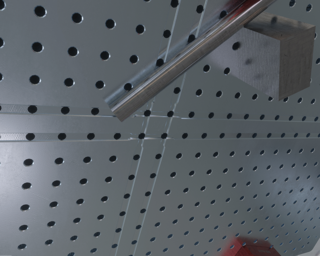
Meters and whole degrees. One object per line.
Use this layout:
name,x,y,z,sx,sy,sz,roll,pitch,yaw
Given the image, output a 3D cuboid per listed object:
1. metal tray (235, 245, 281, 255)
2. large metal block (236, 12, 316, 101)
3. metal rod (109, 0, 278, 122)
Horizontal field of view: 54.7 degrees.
metal tray,0.220,0.323,0.728,0.131,0.030,0.090,21,107,-36
large metal block,0.144,-0.093,0.396,0.050,0.080,0.080,-25,128,-13
metal rod,0.064,-0.110,0.378,0.301,0.025,0.025,-38,129,-3
